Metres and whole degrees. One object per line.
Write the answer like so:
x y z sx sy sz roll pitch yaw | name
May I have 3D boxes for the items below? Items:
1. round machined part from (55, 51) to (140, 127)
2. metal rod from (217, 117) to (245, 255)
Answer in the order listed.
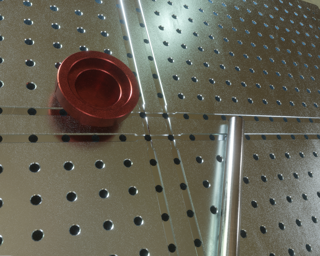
-0.079 -0.044 0.382 0.099 0.042 0.098 14 56 -21 | round machined part
0.089 0.109 0.389 0.025 0.025 0.300 24 53 -14 | metal rod
